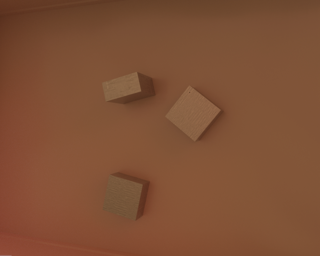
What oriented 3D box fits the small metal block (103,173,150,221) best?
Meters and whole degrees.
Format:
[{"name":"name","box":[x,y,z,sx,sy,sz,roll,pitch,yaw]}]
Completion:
[{"name":"small metal block","box":[-0.046,0.093,0.426,0.050,0.025,0.050,13,94,19]}]

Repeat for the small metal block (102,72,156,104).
[{"name":"small metal block","box":[-0.040,-0.051,0.410,0.050,0.050,0.025,-14,86,19]}]

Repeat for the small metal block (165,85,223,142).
[{"name":"small metal block","box":[0.044,-0.018,0.394,0.050,0.025,0.050,41,103,15]}]
